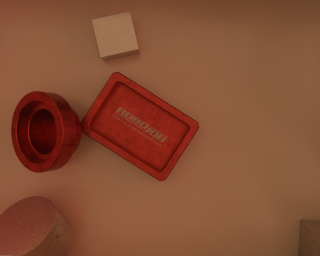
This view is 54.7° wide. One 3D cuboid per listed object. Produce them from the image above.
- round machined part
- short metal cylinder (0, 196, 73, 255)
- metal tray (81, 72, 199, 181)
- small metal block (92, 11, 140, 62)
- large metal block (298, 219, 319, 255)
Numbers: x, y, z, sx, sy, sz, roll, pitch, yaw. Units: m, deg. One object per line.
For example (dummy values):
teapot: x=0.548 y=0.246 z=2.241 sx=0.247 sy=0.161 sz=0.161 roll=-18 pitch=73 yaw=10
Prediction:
round machined part: x=-0.137 y=0.004 z=0.387 sx=0.098 sy=0.042 sz=0.097 roll=1 pitch=92 yaw=32
short metal cylinder: x=-0.154 y=0.131 z=0.375 sx=0.080 sy=0.080 sz=0.050 roll=-17 pitch=131 yaw=-1
metal tray: x=-0.027 y=-0.002 z=0.408 sx=0.130 sy=0.030 sz=0.090 roll=33 pitch=90 yaw=-1
small metal block: x=-0.057 y=-0.121 z=0.411 sx=0.050 sy=0.025 sz=0.050 roll=-13 pitch=90 yaw=-1
large metal block: x=0.227 y=0.153 z=0.383 sx=0.080 sy=0.080 sz=0.050 roll=4 pitch=90 yaw=6
